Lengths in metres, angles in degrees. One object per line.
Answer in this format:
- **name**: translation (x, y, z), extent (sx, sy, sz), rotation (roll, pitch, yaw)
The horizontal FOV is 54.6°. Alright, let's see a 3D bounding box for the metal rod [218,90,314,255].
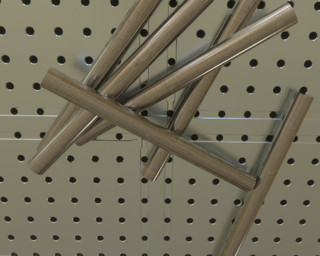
- **metal rod**: translation (0.142, 0.090, 0.447), extent (0.025, 0.025, 0.298), rotation (16, 109, -6)

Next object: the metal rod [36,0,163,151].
- **metal rod**: translation (-0.067, -0.080, 0.383), extent (0.025, 0.025, 0.299), rotation (35, 106, -12)

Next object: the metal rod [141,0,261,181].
- **metal rod**: translation (0.053, -0.057, 0.392), extent (0.025, 0.025, 0.298), rotation (26, 108, -9)

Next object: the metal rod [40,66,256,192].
- **metal rod**: translation (0.001, 0.011, 0.386), extent (0.301, 0.025, 0.025), rotation (28, 108, -20)

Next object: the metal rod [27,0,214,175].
- **metal rod**: translation (-0.053, -0.052, 0.378), extent (0.300, 0.025, 0.025), rotation (-44, 105, 8)

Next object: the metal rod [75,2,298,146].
- **metal rod**: translation (0.014, -0.054, 0.374), extent (0.300, 0.025, 0.025), rotation (-28, 108, 17)
